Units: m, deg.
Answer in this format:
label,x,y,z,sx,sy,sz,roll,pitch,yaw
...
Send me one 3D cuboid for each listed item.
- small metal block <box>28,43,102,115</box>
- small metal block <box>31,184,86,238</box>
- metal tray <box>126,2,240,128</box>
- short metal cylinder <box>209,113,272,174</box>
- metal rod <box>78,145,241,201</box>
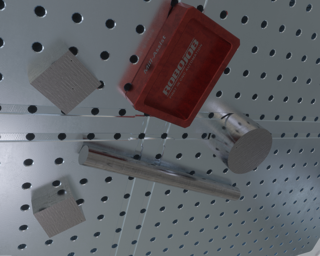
label,x,y,z,sx,sy,sz,roll,pitch,yaw
small metal block,-0.099,-0.051,0.325,0.050,0.025,0.050,-41,130,0
small metal block,-0.132,0.109,0.406,0.050,0.025,0.050,-24,127,-14
metal tray,0.028,-0.071,0.378,0.091,0.030,0.129,20,108,-36
short metal cylinder,0.123,0.024,0.477,0.081,0.050,0.079,-14,124,-21
metal rod,0.020,0.076,0.468,0.302,0.025,0.025,20,107,-36
